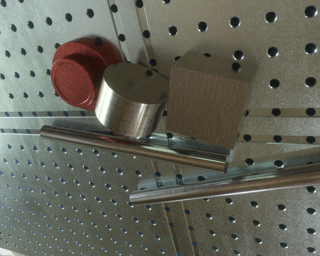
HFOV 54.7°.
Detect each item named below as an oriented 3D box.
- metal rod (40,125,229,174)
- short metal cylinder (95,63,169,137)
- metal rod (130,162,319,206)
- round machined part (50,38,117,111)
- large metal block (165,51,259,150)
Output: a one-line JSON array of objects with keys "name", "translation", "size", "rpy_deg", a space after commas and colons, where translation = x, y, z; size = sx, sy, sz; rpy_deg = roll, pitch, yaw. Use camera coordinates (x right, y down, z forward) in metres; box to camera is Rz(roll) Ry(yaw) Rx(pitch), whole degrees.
[{"name": "metal rod", "translation": [-0.052, 0.026, 0.453], "size": [0.301, 0.025, 0.025], "rpy_deg": [8, 122, 23]}, {"name": "short metal cylinder", "translation": [-0.032, -0.035, 0.370], "size": [0.080, 0.080, 0.050], "rpy_deg": [30, 128, 8]}, {"name": "metal rod", "translation": [0.079, 0.080, 0.417], "size": [0.300, 0.025, 0.025], "rpy_deg": [-16, 110, 34]}, {"name": "round machined part", "translation": [-0.105, -0.066, 0.412], "size": [0.098, 0.042, 0.097], "rpy_deg": [13, 124, 20]}, {"name": "large metal block", "translation": [0.056, -0.032, 0.345], "size": [0.080, 0.050, 0.079], "rpy_deg": [17, 125, 18]}]
